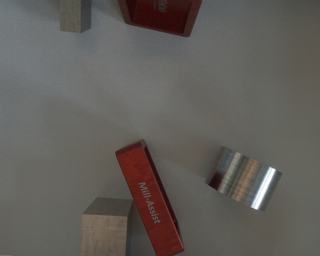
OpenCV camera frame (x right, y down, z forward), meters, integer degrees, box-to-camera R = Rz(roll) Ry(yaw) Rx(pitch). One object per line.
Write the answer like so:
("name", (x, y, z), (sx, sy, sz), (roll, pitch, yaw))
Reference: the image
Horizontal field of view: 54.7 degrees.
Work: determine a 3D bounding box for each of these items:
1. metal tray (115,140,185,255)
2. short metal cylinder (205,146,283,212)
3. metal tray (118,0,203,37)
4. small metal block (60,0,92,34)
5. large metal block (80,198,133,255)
("metal tray", (-0.011, 0.080, 0.378), (0.030, 0.090, 0.129), (-22, 90, 0))
("short metal cylinder", (0.103, 0.062, 0.385), (0.080, 0.080, 0.050), (25, 90, -1))
("metal tray", (0.000, -0.147, 0.359), (0.091, 0.130, 0.030), (12, 90, 0))
("small metal block", (-0.105, -0.149, 0.389), (0.025, 0.050, 0.050), (7, 115, -1))
("large metal block", (-0.064, 0.136, 0.383), (0.050, 0.080, 0.079), (3, 90, 0))
